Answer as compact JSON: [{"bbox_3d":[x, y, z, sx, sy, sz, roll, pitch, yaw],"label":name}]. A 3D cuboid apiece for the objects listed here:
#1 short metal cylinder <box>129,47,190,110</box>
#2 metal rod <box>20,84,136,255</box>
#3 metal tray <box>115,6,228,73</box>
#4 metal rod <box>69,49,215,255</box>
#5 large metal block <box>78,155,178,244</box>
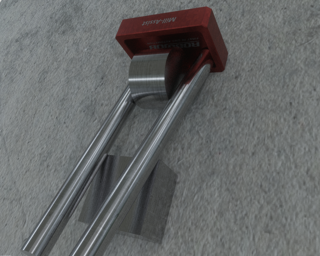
[{"bbox_3d":[0.002,-0.064,0.408,0.050,0.080,0.080,2,63,28],"label":"short metal cylinder"},{"bbox_3d":[-0.064,0.009,0.373,0.025,0.025,0.301,2,47,29],"label":"metal rod"},{"bbox_3d":[0.017,-0.112,0.422,0.130,0.090,0.030,2,63,29],"label":"metal tray"},{"bbox_3d":[-0.002,0.011,0.339,0.025,0.025,0.301,9,51,32],"label":"metal rod"},{"bbox_3d":[-0.034,0.079,0.355,0.080,0.050,0.080,2,63,28],"label":"large metal block"}]
